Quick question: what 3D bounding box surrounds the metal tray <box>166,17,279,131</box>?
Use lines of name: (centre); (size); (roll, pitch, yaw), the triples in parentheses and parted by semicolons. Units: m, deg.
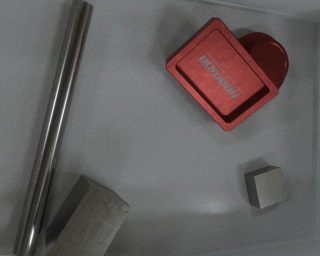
metal tray: (0.083, -0.069, 0.416); (0.090, 0.030, 0.130); (-41, 106, 17)

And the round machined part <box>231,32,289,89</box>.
round machined part: (0.149, -0.094, 0.458); (0.099, 0.042, 0.097); (0, 90, -21)

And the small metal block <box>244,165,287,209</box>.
small metal block: (0.161, 0.089, 0.472); (0.050, 0.025, 0.050); (-14, 95, -20)

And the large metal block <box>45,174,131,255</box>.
large metal block: (-0.084, 0.105, 0.351); (0.050, 0.080, 0.080); (34, 79, -17)

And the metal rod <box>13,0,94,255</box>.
metal rod: (-0.124, -0.004, 0.365); (0.025, 0.025, 0.298); (14, 85, -20)
